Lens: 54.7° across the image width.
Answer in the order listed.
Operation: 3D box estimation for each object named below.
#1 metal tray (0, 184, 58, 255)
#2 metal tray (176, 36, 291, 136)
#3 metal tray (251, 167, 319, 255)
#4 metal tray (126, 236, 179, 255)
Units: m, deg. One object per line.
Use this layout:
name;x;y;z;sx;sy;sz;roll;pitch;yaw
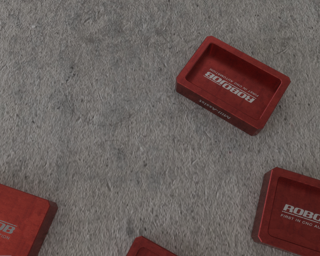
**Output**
metal tray;-0.201;0.111;0.363;0.131;0.030;0.090;17;71;6
metal tray;0.098;-0.060;0.427;0.130;0.030;0.090;32;73;11
metal tray;0.184;0.109;0.366;0.131;0.030;0.090;17;71;6
metal tray;0.012;0.188;0.336;0.130;0.030;0.090;26;72;9
